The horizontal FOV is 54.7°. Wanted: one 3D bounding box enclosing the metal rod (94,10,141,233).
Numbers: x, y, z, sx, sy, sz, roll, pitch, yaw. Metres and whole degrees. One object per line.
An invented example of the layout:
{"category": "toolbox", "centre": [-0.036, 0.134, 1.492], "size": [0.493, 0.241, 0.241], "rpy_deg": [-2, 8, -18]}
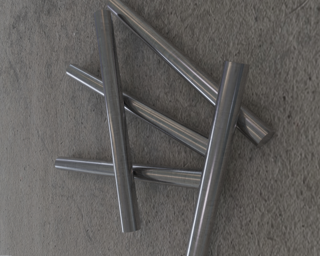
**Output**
{"category": "metal rod", "centre": [-0.059, -0.014, 0.419], "size": [0.025, 0.025, 0.298], "rpy_deg": [-14, 81, 39]}

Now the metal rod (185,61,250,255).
{"category": "metal rod", "centre": [0.053, 0.078, 0.340], "size": [0.025, 0.025, 0.298], "rpy_deg": [21, 110, 38]}

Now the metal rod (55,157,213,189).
{"category": "metal rod", "centre": [-0.060, 0.061, 0.454], "size": [0.300, 0.025, 0.025], "rpy_deg": [-1, 90, 40]}

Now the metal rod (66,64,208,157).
{"category": "metal rod", "centre": [-0.043, -0.035, 0.440], "size": [0.300, 0.025, 0.025], "rpy_deg": [30, 109, 35]}

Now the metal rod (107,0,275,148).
{"category": "metal rod", "centre": [0.020, -0.086, 0.387], "size": [0.300, 0.025, 0.025], "rpy_deg": [48, 119, 29]}
